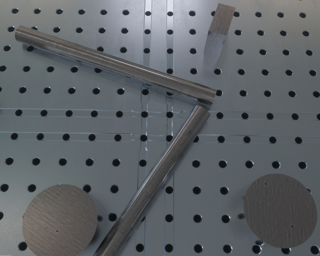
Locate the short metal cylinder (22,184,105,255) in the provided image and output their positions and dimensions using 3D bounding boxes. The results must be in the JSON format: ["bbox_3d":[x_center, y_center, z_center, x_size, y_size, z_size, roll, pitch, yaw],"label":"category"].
[{"bbox_3d":[-0.108,0.109,0.358,0.081,0.050,0.080,0,70,0],"label":"short metal cylinder"}]

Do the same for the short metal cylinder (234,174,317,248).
[{"bbox_3d":[0.132,0.098,0.364,0.081,0.050,0.080,0,70,0],"label":"short metal cylinder"}]

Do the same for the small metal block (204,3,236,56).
[{"bbox_3d":[0.086,-0.142,0.451,0.025,0.050,0.050,18,71,6],"label":"small metal block"}]

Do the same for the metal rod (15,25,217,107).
[{"bbox_3d":[-0.066,-0.091,0.444,0.301,0.025,0.025,19,71,6],"label":"metal rod"}]

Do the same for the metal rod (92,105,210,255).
[{"bbox_3d":[-0.026,0.095,0.376,0.025,0.025,0.300,32,73,11],"label":"metal rod"}]
